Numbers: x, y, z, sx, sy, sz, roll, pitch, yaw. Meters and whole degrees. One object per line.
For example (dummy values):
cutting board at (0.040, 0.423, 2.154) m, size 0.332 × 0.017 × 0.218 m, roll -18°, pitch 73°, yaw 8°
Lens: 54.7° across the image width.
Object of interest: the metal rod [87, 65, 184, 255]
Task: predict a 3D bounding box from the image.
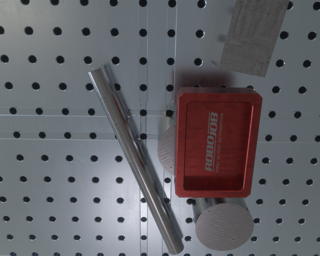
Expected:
metal rod at (-0.027, 0.057, 0.434) m, size 0.025 × 0.025 × 0.299 m, roll -20°, pitch 109°, yaw 7°

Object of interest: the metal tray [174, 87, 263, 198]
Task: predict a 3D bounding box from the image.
metal tray at (0.064, 0.019, 0.364) m, size 0.091 × 0.030 × 0.129 m, roll 0°, pitch 110°, yaw -1°

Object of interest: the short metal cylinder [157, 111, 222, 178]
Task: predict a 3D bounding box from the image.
short metal cylinder at (0.037, 0.020, 0.408) m, size 0.081 × 0.050 × 0.079 m, roll 0°, pitch 110°, yaw 0°

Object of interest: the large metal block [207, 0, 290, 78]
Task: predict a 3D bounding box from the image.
large metal block at (0.093, -0.108, 0.345) m, size 0.050 × 0.080 × 0.079 m, roll 11°, pitch 110°, yaw -4°

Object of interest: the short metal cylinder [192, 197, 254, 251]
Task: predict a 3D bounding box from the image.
short metal cylinder at (0.089, 0.128, 0.448) m, size 0.081 × 0.050 × 0.079 m, roll 0°, pitch 110°, yaw 0°
